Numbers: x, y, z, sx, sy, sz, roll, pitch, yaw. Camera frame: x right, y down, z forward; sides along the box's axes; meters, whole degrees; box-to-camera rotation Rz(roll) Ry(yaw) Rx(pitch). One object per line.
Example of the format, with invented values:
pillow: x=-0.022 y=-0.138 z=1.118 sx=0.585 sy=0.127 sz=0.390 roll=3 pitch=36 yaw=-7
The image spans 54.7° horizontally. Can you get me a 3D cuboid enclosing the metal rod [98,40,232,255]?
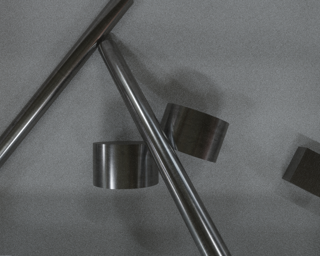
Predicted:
metal rod: x=-0.006 y=0.011 z=0.348 sx=0.025 sy=0.025 sz=0.299 roll=-28 pitch=64 yaw=0

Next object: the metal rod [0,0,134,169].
metal rod: x=-0.138 y=-0.058 z=0.409 sx=0.025 sy=0.025 sz=0.300 roll=39 pitch=90 yaw=-1

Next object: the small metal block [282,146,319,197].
small metal block: x=0.202 y=0.059 z=0.414 sx=0.050 sy=0.025 sz=0.050 roll=27 pitch=90 yaw=-1

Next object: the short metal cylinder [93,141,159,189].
short metal cylinder: x=-0.042 y=0.043 z=0.383 sx=0.081 sy=0.080 sz=0.050 roll=0 pitch=90 yaw=-1

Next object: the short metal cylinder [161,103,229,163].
short metal cylinder: x=0.039 y=0.006 z=0.385 sx=0.080 sy=0.080 sz=0.050 roll=19 pitch=90 yaw=-1
